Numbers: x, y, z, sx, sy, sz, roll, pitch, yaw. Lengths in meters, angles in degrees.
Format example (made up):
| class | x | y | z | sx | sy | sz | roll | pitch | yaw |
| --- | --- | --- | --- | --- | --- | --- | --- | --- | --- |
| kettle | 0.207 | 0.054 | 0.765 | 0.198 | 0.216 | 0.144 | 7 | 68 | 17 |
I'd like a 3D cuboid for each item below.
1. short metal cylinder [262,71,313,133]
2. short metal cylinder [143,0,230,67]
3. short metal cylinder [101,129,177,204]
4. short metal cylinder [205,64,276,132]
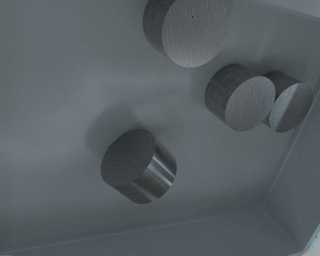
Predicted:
| class | x | y | z | sx | sy | sz | roll | pitch | yaw |
| --- | --- | --- | --- | --- | --- | --- | --- | --- | --- |
| short metal cylinder | 0.179 | -0.040 | 0.465 | 0.081 | 0.050 | 0.079 | -14 | 124 | -21 |
| short metal cylinder | 0.028 | -0.113 | 0.338 | 0.081 | 0.050 | 0.079 | -14 | 124 | -21 |
| short metal cylinder | -0.026 | 0.048 | 0.388 | 0.080 | 0.080 | 0.050 | -42 | 129 | 0 |
| short metal cylinder | 0.109 | -0.042 | 0.426 | 0.081 | 0.050 | 0.079 | -14 | 124 | -21 |
